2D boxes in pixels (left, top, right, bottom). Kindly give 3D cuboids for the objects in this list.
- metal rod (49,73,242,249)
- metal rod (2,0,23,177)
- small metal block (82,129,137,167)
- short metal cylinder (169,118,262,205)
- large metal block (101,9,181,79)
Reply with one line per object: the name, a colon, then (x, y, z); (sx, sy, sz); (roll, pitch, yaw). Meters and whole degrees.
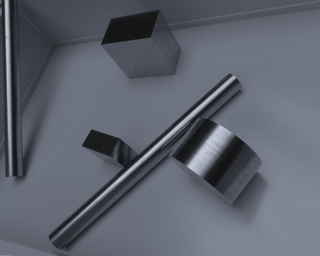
metal rod: (-0.017, 0.040, 0.388); (0.300, 0.025, 0.025); (-42, 51, -1)
metal rod: (-0.240, -0.071, 0.502); (0.025, 0.025, 0.298); (-10, 79, 22)
small metal block: (-0.064, 0.029, 0.404); (0.050, 0.050, 0.025); (15, 70, 34)
short metal cylinder: (0.056, 0.034, 0.320); (0.080, 0.080, 0.050); (33, 80, 38)
large metal block: (-0.025, -0.119, 0.455); (0.080, 0.080, 0.050); (1, 62, 28)
